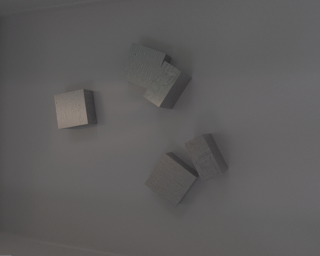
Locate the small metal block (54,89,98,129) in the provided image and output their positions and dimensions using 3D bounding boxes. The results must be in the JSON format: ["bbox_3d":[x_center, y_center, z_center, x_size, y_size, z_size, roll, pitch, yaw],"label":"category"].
[{"bbox_3d":[-0.123,-0.027,0.454,0.050,0.025,0.050,-9,87,19],"label":"small metal block"}]

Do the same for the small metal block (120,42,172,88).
[{"bbox_3d":[-0.019,-0.081,0.417,0.050,0.025,0.050,24,98,18],"label":"small metal block"}]

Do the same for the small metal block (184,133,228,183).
[{"bbox_3d":[0.057,0.035,0.377,0.025,0.050,0.050,-29,81,18],"label":"small metal block"}]

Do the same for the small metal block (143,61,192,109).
[{"bbox_3d":[0.011,-0.053,0.393,0.025,0.050,0.050,36,102,16],"label":"small metal block"}]

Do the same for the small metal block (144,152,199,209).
[{"bbox_3d":[0.017,0.067,0.405,0.050,0.025,0.050,37,102,16],"label":"small metal block"}]
